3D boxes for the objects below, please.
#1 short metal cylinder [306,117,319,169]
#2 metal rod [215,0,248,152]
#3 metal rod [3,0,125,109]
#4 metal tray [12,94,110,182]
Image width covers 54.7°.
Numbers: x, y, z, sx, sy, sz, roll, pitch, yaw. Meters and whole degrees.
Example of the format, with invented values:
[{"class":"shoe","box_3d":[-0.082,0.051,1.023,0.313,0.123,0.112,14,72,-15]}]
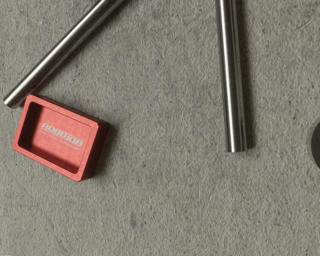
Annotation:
[{"class":"short metal cylinder","box_3d":[0.200,0.017,0.325,0.080,0.050,0.079,0,90,19]},{"class":"metal rod","box_3d":[0.083,-0.120,0.379,0.025,0.025,0.298,-5,88,19]},{"class":"metal rod","box_3d":[-0.125,-0.131,0.451,0.300,0.025,0.025,-39,78,15]},{"class":"metal tray","box_3d":[-0.148,0.012,0.456,0.130,0.030,0.089,22,97,18]}]
